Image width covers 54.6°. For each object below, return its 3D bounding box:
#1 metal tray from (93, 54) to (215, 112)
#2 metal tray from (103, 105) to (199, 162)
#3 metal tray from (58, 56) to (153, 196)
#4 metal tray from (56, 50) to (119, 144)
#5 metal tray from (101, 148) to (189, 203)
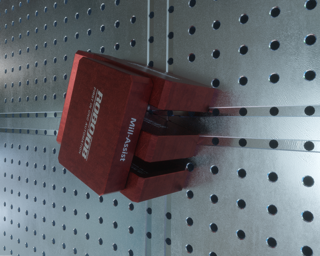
[{"bbox_3d":[-0.012,-0.055,0.376,0.130,0.091,0.030,27,107,37],"label":"metal tray"},{"bbox_3d":[-0.028,0.000,0.390,0.130,0.091,0.030,25,105,36],"label":"metal tray"},{"bbox_3d":[-0.064,-0.004,0.342,0.090,0.030,0.129,26,107,37],"label":"metal tray"},{"bbox_3d":[-0.096,-0.040,0.444,0.030,0.090,0.129,20,104,16],"label":"metal tray"},{"bbox_3d":[-0.041,0.044,0.401,0.130,0.091,0.030,27,107,36],"label":"metal tray"}]
